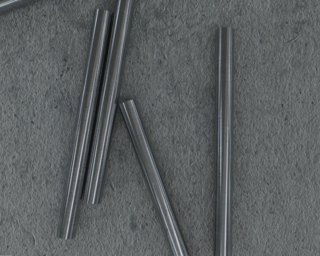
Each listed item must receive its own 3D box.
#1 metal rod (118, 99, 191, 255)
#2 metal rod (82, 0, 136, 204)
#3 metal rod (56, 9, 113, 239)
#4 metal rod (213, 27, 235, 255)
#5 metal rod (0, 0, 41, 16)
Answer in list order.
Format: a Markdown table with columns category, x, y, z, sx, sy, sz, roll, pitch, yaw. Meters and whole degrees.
| category | x | y | z | sx | sy | sz | roll | pitch | yaw |
| --- | --- | --- | --- | --- | --- | --- | --- | --- | --- |
| metal rod | 0.006 | 0.107 | 0.409 | 0.025 | 0.025 | 0.299 | -19 | 90 | 0 |
| metal rod | -0.065 | -0.050 | 0.409 | 0.025 | 0.025 | 0.298 | 10 | 90 | 0 |
| metal rod | -0.099 | -0.005 | 0.408 | 0.025 | 0.025 | 0.298 | 10 | 90 | 0 |
| metal rod | 0.084 | 0.020 | 0.410 | 0.025 | 0.025 | 0.298 | 1 | 90 | 0 |
| metal rod | -0.178 | -0.175 | 0.408 | 0.301 | 0.025 | 0.025 | -21 | 90 | 0 |
